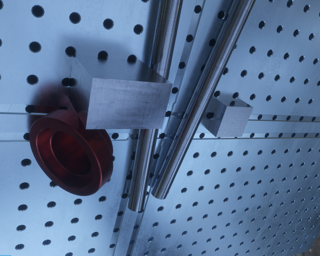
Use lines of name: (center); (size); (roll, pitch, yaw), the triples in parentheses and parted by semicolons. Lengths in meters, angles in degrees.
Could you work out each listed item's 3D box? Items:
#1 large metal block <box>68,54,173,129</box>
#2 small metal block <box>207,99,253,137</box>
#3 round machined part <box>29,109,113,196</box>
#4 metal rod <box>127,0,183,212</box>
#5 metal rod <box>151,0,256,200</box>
large metal block: (-0.045, -0.039, 0.327); (0.081, 0.080, 0.050); (0, 117, -29)
small metal block: (0.104, -0.014, 0.462); (0.050, 0.025, 0.050); (0, 118, -29)
round machined part: (-0.092, 0.023, 0.342); (0.042, 0.098, 0.097); (-44, 143, -49)
metal rod: (-0.011, -0.014, 0.397); (0.025, 0.025, 0.298); (-4, 120, -27)
metal rod: (0.051, -0.028, 0.423); (0.025, 0.025, 0.298); (9, 114, -33)
